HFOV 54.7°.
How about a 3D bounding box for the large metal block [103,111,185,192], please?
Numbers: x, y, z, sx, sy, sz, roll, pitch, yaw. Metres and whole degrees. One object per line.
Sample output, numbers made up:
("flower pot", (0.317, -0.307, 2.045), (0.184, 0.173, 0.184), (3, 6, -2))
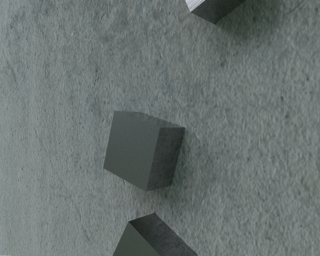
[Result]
("large metal block", (-0.022, 0.027, 0.405), (0.080, 0.050, 0.079), (20, 103, 38))

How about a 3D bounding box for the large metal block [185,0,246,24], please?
("large metal block", (0.064, -0.175, 0.335), (0.080, 0.050, 0.080), (-30, 72, 35))

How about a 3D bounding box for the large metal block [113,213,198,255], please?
("large metal block", (-0.012, 0.171, 0.397), (0.080, 0.050, 0.079), (37, 112, 33))
